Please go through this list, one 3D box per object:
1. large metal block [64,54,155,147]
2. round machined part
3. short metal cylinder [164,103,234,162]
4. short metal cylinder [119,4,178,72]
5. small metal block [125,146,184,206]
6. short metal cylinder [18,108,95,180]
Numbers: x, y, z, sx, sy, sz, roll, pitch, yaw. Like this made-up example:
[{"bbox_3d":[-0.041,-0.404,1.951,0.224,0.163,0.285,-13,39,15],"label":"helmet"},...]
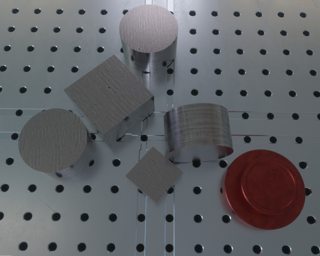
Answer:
[{"bbox_3d":[-0.064,-0.036,0.411,0.080,0.050,0.080,-39,75,-13],"label":"large metal block"},{"bbox_3d":[0.128,0.073,0.377,0.099,0.042,0.098,0,70,0],"label":"round machined part"},{"bbox_3d":[0.046,0.009,0.380,0.081,0.080,0.050,-3,70,-1],"label":"short metal cylinder"},{"bbox_3d":[-0.015,-0.128,0.445,0.081,0.050,0.080,0,70,0],"label":"short metal cylinder"},{"bbox_3d":[-0.007,0.060,0.389,0.050,0.025,0.050,40,75,13],"label":"small metal block"},{"bbox_3d":[-0.127,0.022,0.389,0.081,0.050,0.080,0,70,0],"label":"short metal cylinder"}]
